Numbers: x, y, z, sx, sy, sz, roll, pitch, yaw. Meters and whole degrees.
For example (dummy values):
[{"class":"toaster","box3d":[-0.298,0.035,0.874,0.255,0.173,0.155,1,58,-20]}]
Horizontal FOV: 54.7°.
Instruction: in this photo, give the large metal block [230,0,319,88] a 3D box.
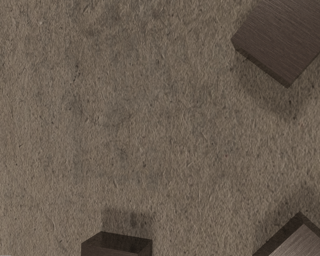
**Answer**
[{"class":"large metal block","box3d":[0.140,-0.102,0.347,0.080,0.050,0.080,42,103,14]}]

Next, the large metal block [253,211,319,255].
[{"class":"large metal block","box3d":[0.159,0.154,0.340,0.080,0.050,0.080,43,103,14]}]

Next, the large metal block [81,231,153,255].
[{"class":"large metal block","box3d":[-0.058,0.192,0.415,0.080,0.050,0.079,2,91,19]}]
